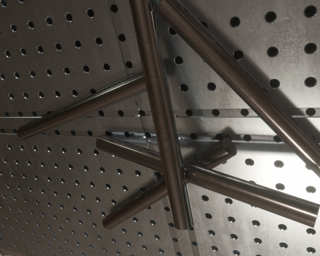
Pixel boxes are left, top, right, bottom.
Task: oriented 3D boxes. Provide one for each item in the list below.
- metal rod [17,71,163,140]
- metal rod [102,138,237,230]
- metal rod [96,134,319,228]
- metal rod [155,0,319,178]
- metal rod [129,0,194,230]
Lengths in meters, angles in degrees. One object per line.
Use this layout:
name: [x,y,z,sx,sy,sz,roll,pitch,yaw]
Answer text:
metal rod: [-0.118,-0.027,0.454,0.300,0.025,0.025,-17,110,34]
metal rod: [-0.004,0.098,0.472,0.025,0.025,0.299,46,129,-5]
metal rod: [0.036,0.056,0.393,0.300,0.025,0.025,15,125,31]
metal rod: [0.111,-0.027,0.335,0.300,0.025,0.025,45,129,-4]
metal rod: [0.002,-0.022,0.355,0.025,0.025,0.298,-4,104,29]
